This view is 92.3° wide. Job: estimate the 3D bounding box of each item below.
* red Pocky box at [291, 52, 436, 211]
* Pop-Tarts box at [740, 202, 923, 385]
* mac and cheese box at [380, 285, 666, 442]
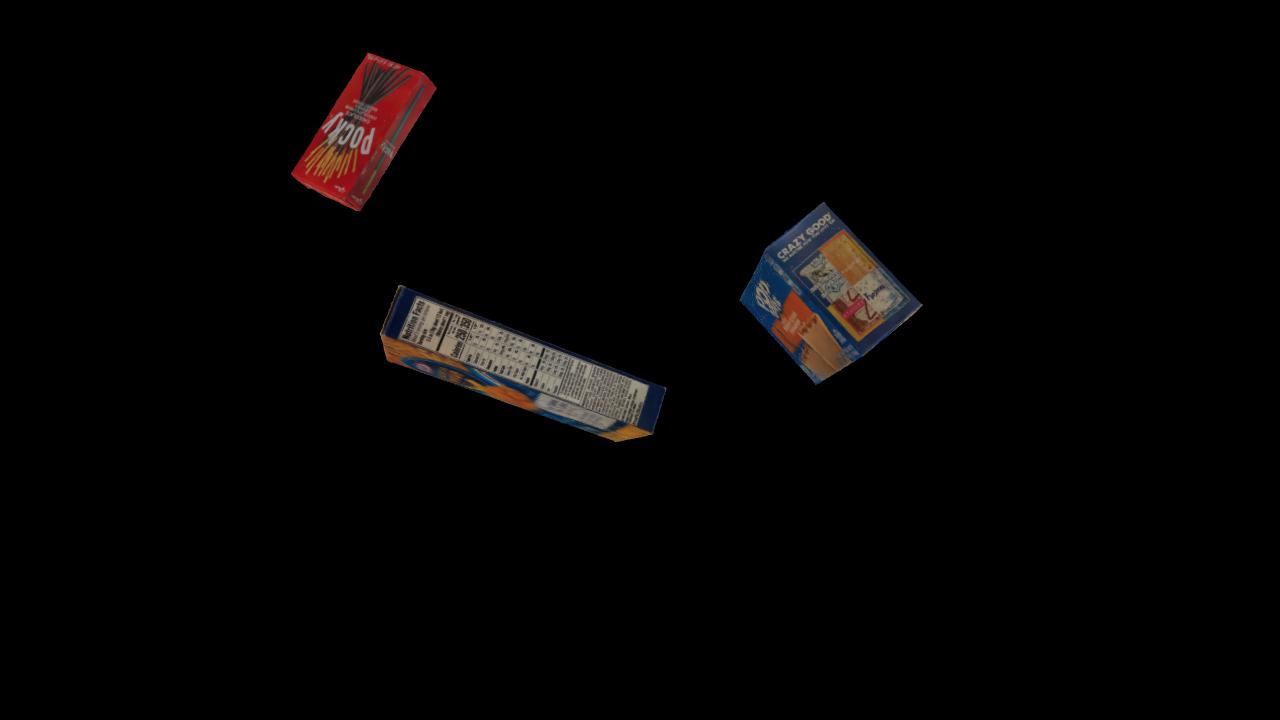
[{"bbox_3d":[-0.281,-0.234,0.627,0.083,0.155,0.028,26,-7,18],"label":"red Pocky box"},{"bbox_3d":[0.194,-0.062,0.667,0.083,0.141,0.167,-38,-9,-8],"label":"Pop-Tarts box"},{"bbox_3d":[-0.082,0.010,0.433,0.184,0.041,0.093,21,-15,-14],"label":"mac and cheese box"}]
